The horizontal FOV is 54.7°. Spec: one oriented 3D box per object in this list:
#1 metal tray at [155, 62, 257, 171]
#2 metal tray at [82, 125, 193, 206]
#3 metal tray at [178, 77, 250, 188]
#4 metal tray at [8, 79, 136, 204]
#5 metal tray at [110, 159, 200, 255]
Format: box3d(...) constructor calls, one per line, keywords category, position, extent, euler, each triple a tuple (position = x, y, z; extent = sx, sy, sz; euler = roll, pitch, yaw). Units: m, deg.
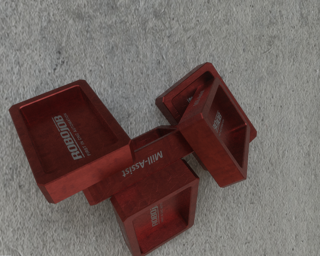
box3d(category="metal tray", position=(0.067, -0.014, 0.433), extent=(0.090, 0.030, 0.130), euler=(-40, 103, -16))
box3d(category="metal tray", position=(-0.033, 0.037, 0.364), extent=(0.131, 0.090, 0.030), euler=(-26, 99, -18))
box3d(category="metal tray", position=(0.073, -0.001, 0.379), extent=(0.090, 0.030, 0.130), euler=(54, 29, -13))
box3d(category="metal tray", position=(-0.095, 0.005, 0.325), extent=(0.091, 0.130, 0.030), euler=(-26, 138, -19))
box3d(category="metal tray", position=(-0.002, 0.100, 0.364), extent=(0.091, 0.030, 0.129), euler=(-26, 144, -18))
